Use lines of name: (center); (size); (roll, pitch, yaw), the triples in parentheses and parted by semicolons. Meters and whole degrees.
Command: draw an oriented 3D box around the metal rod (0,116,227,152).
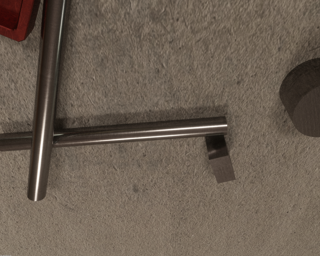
metal rod: (-0.064, 0.008, 0.413); (0.302, 0.025, 0.025); (-4, 130, 3)

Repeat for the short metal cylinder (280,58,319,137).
short metal cylinder: (0.189, -0.035, 0.364); (0.081, 0.050, 0.079); (0, 130, 0)

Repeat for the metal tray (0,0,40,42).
metal tray: (-0.175, -0.146, 0.277); (0.131, 0.030, 0.089); (20, 127, -17)

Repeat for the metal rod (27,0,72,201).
metal rod: (-0.132, -0.026, 0.359); (0.025, 0.025, 0.298); (13, 122, -11)

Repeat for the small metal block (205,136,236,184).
small metal block: (0.083, 0.039, 0.426); (0.025, 0.050, 0.050); (-15, 129, 12)
